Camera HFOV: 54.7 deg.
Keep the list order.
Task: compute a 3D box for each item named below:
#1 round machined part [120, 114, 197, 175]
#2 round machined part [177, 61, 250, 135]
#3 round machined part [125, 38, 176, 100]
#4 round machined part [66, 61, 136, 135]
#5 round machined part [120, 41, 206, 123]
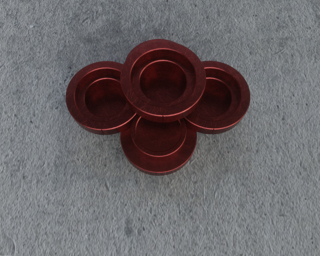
[{"bbox_3d":[-0.002,0.009,0.397,0.099,0.042,0.098,0,70,-1],"label":"round machined part"},{"bbox_3d":[0.066,-0.037,0.415,0.099,0.042,0.098,0,70,-1],"label":"round machined part"},{"bbox_3d":[-0.001,-0.084,0.431,0.099,0.042,0.098,0,70,-1],"label":"round machined part"},{"bbox_3d":[-0.070,-0.036,0.413,0.099,0.042,0.098,0,70,-1],"label":"round machined part"},{"bbox_3d":[0.004,-0.052,0.374,0.099,0.042,0.098,0,70,-1],"label":"round machined part"}]
